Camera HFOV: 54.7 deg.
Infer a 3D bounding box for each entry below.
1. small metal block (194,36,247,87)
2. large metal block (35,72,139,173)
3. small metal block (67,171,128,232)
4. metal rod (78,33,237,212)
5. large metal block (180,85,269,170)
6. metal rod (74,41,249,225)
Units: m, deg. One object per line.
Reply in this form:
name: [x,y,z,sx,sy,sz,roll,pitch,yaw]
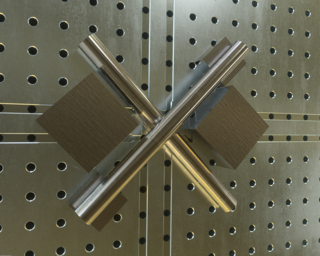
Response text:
small metal block: [0.087,-0.093,0.445,0.050,0.025,0.050,-46,104,-14]
large metal block: [-0.086,-0.006,0.368,0.080,0.050,0.080,-45,104,-14]
small metal block: [-0.077,0.090,0.384,0.050,0.025,0.050,46,76,-14]
metal rod: [0.005,0.003,0.413,0.025,0.025,0.300,-45,104,-14]
large metal block: [0.089,-0.001,0.432,0.080,0.050,0.080,45,76,-15]
metal rod: [0.012,-0.004,0.390,0.301,0.025,0.025,-47,105,-14]
